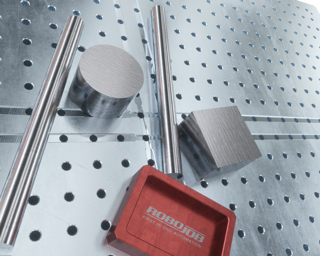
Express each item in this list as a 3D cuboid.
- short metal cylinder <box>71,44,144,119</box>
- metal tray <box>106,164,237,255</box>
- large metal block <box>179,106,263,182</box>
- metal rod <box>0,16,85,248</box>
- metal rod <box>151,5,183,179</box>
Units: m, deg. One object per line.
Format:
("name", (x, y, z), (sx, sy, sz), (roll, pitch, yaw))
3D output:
("short metal cylinder", (-0.067, -0.058, 0.392), (0.081, 0.050, 0.080), (14, 56, -21))
("metal tray", (0.018, 0.111, 0.348), (0.130, 0.030, 0.090), (30, 52, -9))
("large metal block", (0.079, 0.019, 0.425), (0.081, 0.050, 0.080), (-9, 66, -32))
("metal rod", (-0.130, -0.023, 0.352), (0.025, 0.025, 0.300), (18, 55, -19))
("metal rod", (0.006, -0.070, 0.455), (0.025, 0.025, 0.299), (10, 57, -23))
